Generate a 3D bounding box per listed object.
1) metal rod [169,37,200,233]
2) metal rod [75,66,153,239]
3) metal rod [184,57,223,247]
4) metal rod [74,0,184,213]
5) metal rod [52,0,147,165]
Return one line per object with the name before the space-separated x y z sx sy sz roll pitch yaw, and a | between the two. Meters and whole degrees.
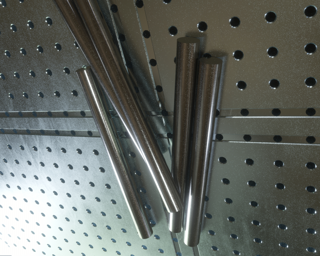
metal rod | 0.028 0.031 0.414 0.025 0.025 0.298 14 124 20
metal rod | -0.062 0.051 0.473 0.025 0.025 0.298 -2 118 29
metal rod | 0.053 0.053 0.415 0.025 0.025 0.298 14 124 20
metal rod | -0.034 -0.024 0.395 0.025 0.025 0.299 -14 106 33
metal rod | -0.076 -0.079 0.400 0.025 0.025 0.299 -16 110 34
